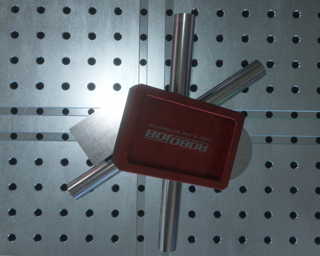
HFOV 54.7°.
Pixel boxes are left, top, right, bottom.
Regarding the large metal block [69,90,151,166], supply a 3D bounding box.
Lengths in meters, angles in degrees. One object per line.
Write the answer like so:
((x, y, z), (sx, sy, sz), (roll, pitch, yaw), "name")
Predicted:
((-0.054, 0.000, 0.385), (0.080, 0.080, 0.050), (-34, 90, 0), "large metal block")

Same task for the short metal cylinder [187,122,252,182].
((0.072, 0.026, 0.401), (0.081, 0.050, 0.079), (0, 90, -1), "short metal cylinder")

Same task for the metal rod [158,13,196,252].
((0.020, 0.013, 0.391), (0.025, 0.025, 0.298), (4, 99, -1), "metal rod")

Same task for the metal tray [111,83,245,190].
((0.022, 0.012, 0.341), (0.131, 0.030, 0.089), (14, 90, -19), "metal tray")

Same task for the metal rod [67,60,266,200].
((0.009, 0.002, 0.414), (0.301, 0.025, 0.025), (-34, 90, -1), "metal rod")
